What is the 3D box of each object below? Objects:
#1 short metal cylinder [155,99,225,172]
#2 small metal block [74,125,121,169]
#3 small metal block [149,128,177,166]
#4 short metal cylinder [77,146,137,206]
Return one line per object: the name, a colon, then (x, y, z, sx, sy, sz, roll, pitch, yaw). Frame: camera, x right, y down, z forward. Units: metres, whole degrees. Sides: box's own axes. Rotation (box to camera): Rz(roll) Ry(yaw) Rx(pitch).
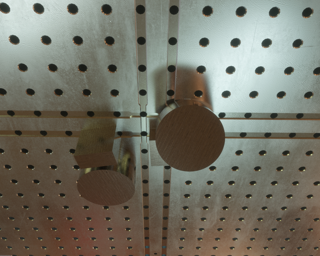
short metal cylinder: (0.035, 0.007, 0.381, 0.081, 0.050, 0.079, 0, 103, -1)
small metal block: (-0.082, 0.025, 0.416, 0.050, 0.050, 0.025, -8, 130, 6)
small metal block: (0.012, 0.027, 0.435, 0.050, 0.025, 0.050, -2, 130, 1)
short metal cylinder: (-0.076, 0.069, 0.453, 0.081, 0.050, 0.079, 0, 130, 0)
